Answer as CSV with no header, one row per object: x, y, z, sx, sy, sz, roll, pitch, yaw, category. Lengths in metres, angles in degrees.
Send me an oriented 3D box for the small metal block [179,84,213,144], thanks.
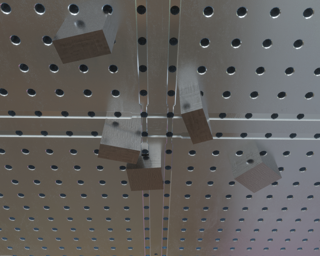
0.044,-0.017,0.381,0.025,0.050,0.050,-15,129,13,small metal block

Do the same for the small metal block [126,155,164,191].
-0.021,0.069,0.470,0.050,0.025,0.050,-4,130,3,small metal block

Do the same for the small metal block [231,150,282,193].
0.145,0.067,0.469,0.050,0.025,0.050,36,121,-27,small metal block

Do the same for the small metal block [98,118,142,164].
-0.052,0.017,0.409,0.050,0.050,0.025,11,129,-10,small metal block

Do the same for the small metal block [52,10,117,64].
-0.075,-0.093,0.315,0.050,0.050,0.025,-10,129,8,small metal block
